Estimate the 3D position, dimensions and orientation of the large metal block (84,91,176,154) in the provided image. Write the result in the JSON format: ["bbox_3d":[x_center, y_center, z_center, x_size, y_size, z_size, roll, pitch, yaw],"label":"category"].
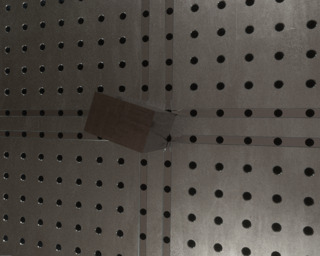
[{"bbox_3d":[-0.035,-0.008,0.395,0.080,0.080,0.050,19,97,18],"label":"large metal block"}]
